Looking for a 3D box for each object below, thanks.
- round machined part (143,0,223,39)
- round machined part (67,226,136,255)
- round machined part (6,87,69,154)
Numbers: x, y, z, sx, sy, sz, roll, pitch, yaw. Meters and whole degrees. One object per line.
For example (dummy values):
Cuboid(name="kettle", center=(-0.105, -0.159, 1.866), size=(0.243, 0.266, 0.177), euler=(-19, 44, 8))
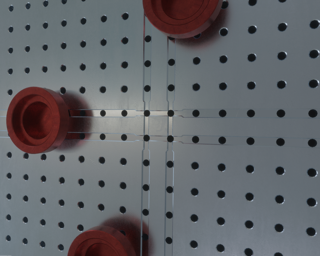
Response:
Cuboid(name="round machined part", center=(0.031, -0.162, 0.393), size=(0.098, 0.042, 0.097), euler=(0, 90, 20))
Cuboid(name="round machined part", center=(-0.076, 0.184, 0.431), size=(0.098, 0.042, 0.097), euler=(0, 90, 20))
Cuboid(name="round machined part", center=(-0.177, -0.011, 0.467), size=(0.098, 0.042, 0.097), euler=(0, 90, 20))
